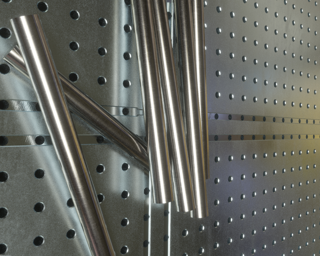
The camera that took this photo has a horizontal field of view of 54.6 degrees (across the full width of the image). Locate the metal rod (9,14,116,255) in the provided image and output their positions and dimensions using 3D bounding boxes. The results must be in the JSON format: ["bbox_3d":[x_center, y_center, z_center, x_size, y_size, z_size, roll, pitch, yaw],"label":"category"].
[{"bbox_3d":[-0.086,0.042,0.316,0.025,0.025,0.298,-27,113,-37],"label":"metal rod"}]

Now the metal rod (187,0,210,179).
[{"bbox_3d":[0.055,-0.075,0.453,0.025,0.025,0.298,-4,93,-40],"label":"metal rod"}]

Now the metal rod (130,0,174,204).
[{"bbox_3d":[-0.013,-0.061,0.376,0.025,0.025,0.299,-5,87,-40],"label":"metal rod"}]

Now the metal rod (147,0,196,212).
[{"bbox_3d":[0.012,-0.044,0.398,0.025,0.025,0.298,-7,89,-40],"label":"metal rod"}]

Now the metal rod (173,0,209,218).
[{"bbox_3d":[0.041,-0.032,0.423,0.025,0.025,0.299,-1,85,-40],"label":"metal rod"}]

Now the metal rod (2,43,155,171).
[{"bbox_3d":[-0.045,0.011,0.370,0.300,0.025,0.025,42,65,-32],"label":"metal rod"}]
